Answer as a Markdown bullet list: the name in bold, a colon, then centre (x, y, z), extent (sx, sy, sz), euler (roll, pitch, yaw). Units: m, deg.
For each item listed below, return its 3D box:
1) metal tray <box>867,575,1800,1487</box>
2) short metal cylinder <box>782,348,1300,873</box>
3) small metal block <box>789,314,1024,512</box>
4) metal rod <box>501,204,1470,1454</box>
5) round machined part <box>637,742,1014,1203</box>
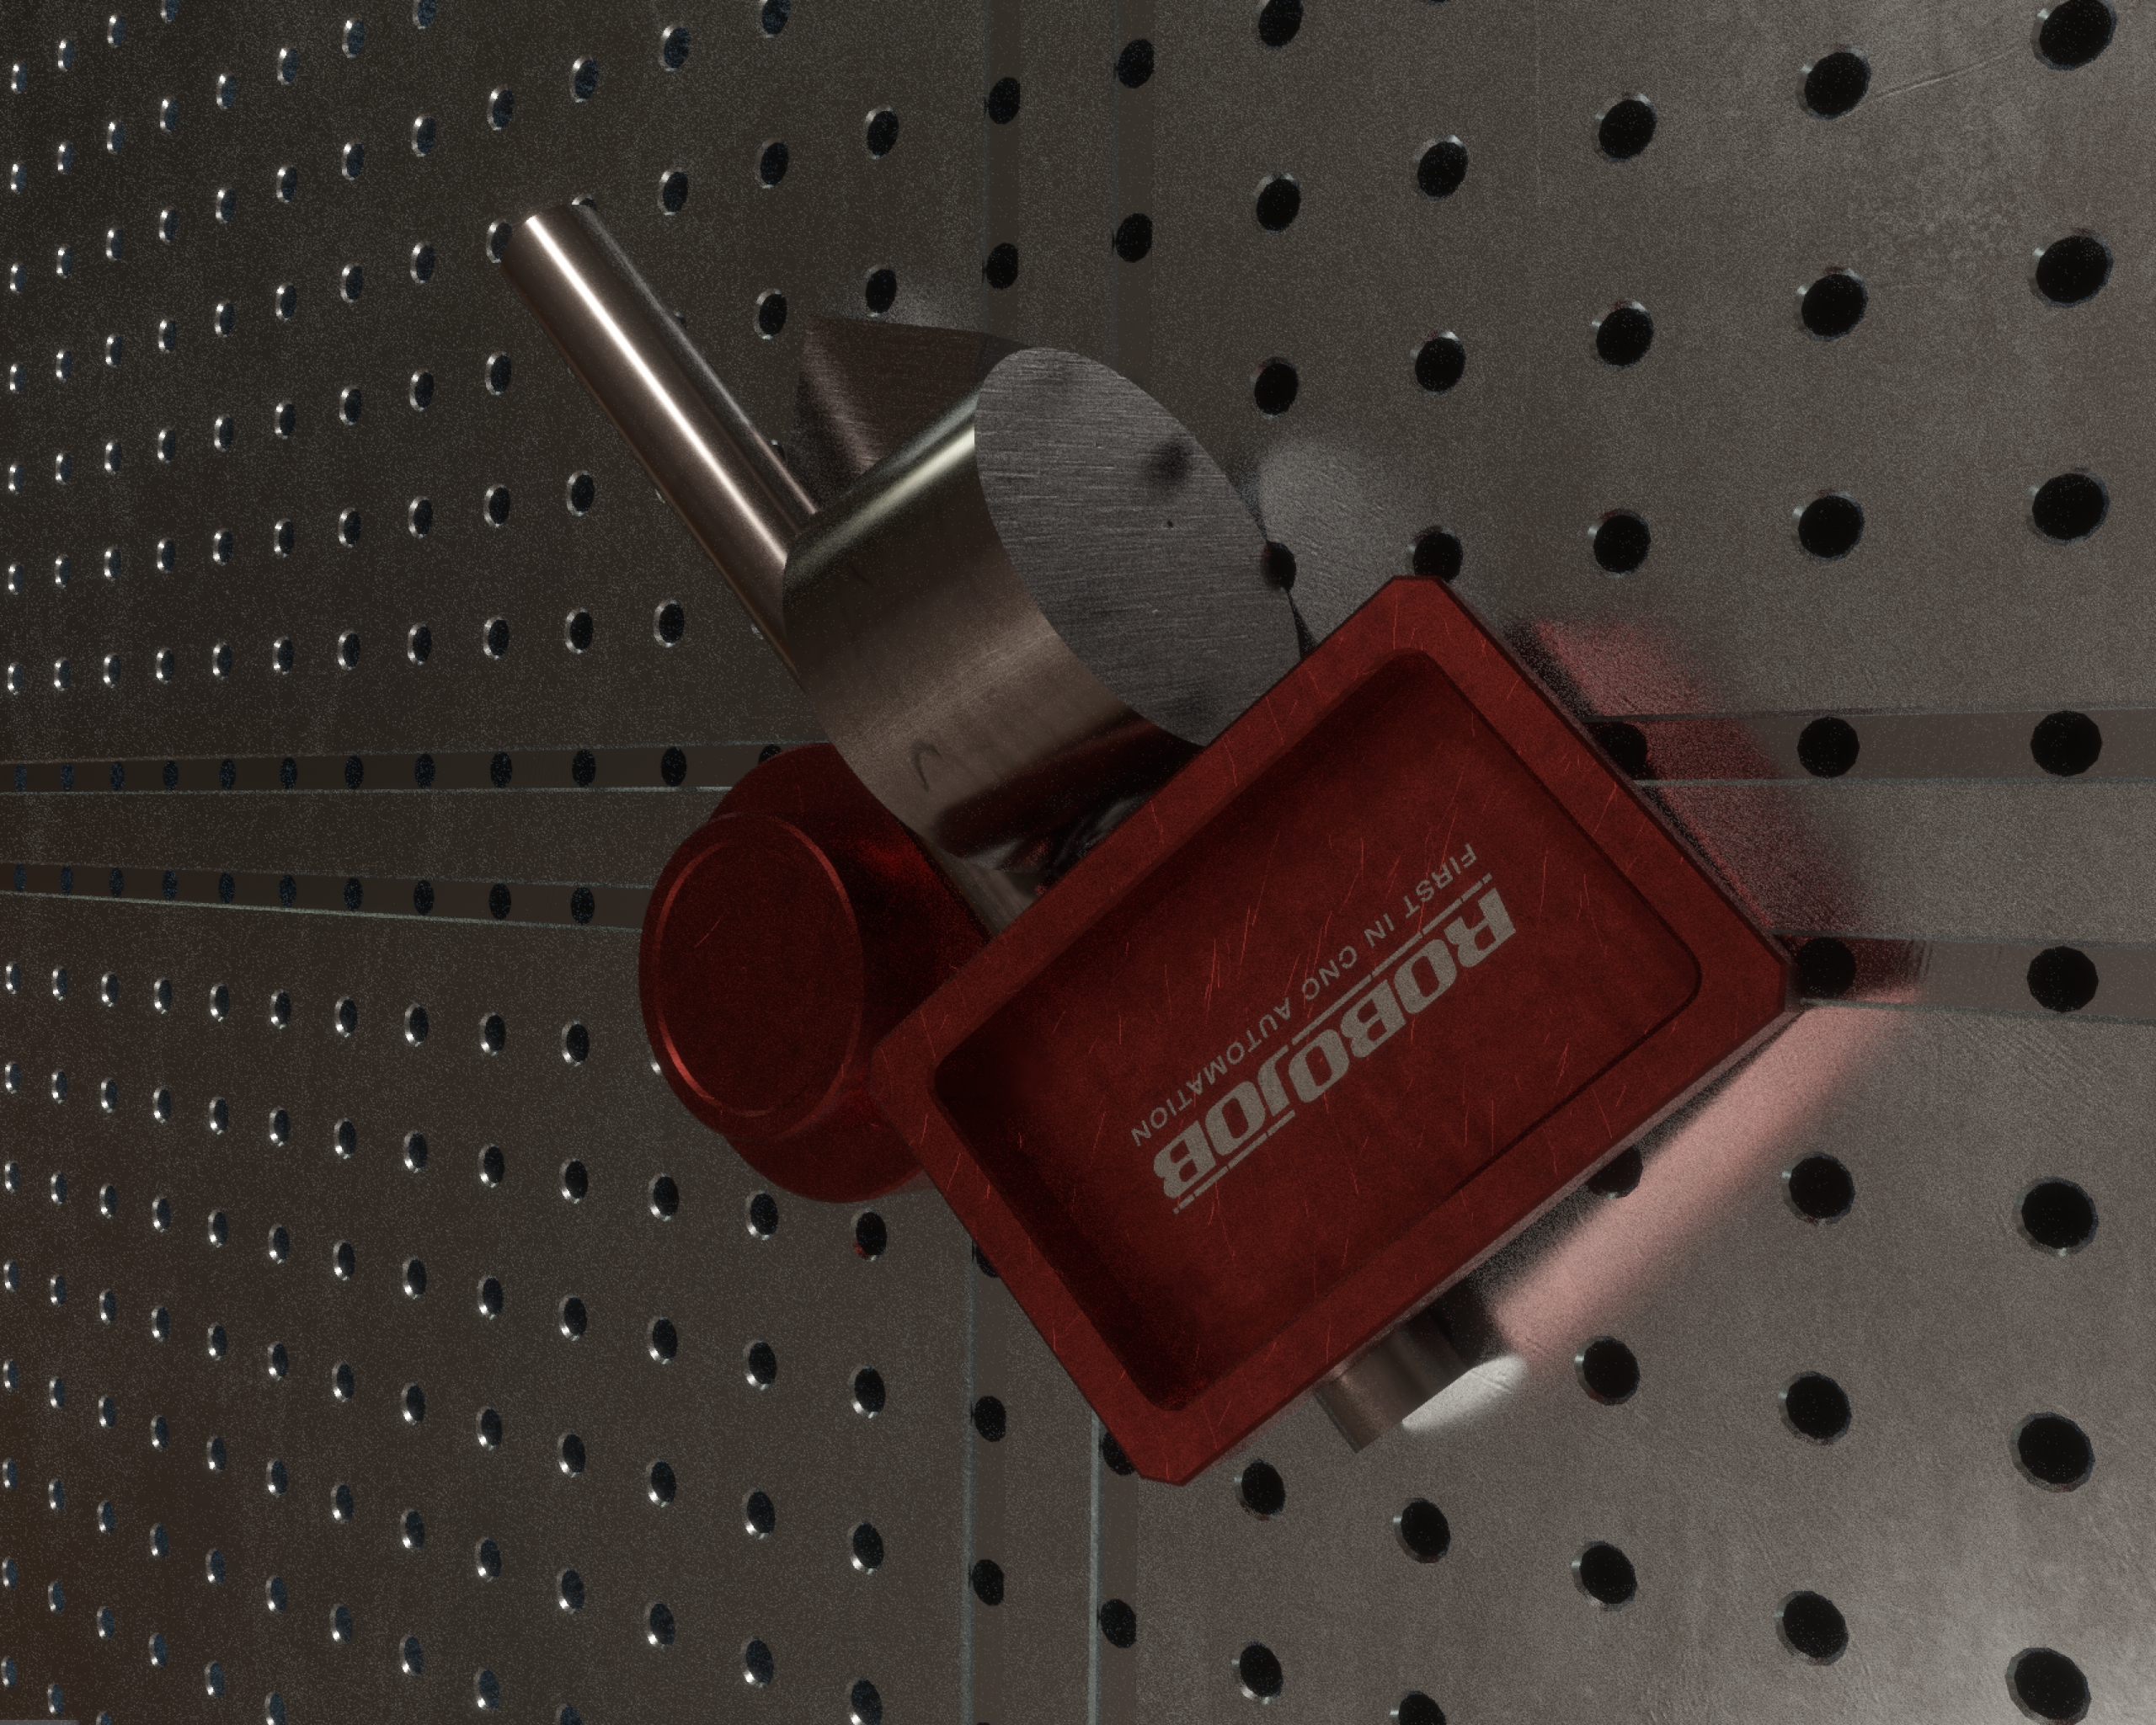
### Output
- **metal tray**: centre (0.039, 0.028, 0.345), extent (0.130, 0.030, 0.090), euler (-42, 71, 14)
- **short metal cylinder**: centre (-0.006, -0.045, 0.376), extent (0.050, 0.081, 0.080), euler (-31, 71, 35)
- **small metal block**: centre (-0.034, -0.085, 0.436), extent (0.050, 0.025, 0.050), euler (17, 101, 38)
- **metal rod**: centre (-0.027, -0.018, 0.408), extent (0.025, 0.025, 0.299), euler (-47, 70, 29)
- **round machined part**: centre (-0.055, 0.023, 0.440), extent (0.098, 0.042, 0.097), euler (0, 90, 39)
